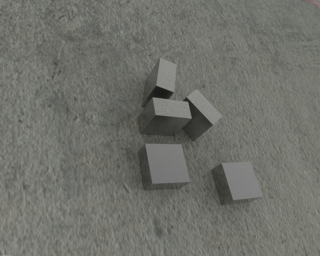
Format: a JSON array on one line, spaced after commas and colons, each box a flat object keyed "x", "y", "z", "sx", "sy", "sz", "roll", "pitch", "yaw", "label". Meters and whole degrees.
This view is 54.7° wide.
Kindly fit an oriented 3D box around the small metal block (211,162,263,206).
[{"x": 0.103, "y": 0.074, "z": 0.416, "sx": 0.050, "sy": 0.025, "sz": 0.050, "roll": 1, "pitch": 61, "yaw": -28, "label": "small metal block"}]

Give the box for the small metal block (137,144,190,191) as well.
[{"x": 0.004, "y": 0.047, "z": 0.379, "sx": 0.050, "sy": 0.025, "sz": 0.050, "roll": 3, "pitch": 61, "yaw": -27, "label": "small metal block"}]

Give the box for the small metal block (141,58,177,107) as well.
[{"x": -0.001, "y": -0.058, "z": 0.424, "sx": 0.025, "sy": 0.050, "sz": 0.050, "roll": 19, "pitch": 54, "yaw": -18, "label": "small metal block"}]

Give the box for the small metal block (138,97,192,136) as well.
[{"x": 0.005, "y": -0.013, "z": 0.400, "sx": 0.050, "sy": 0.050, "sz": 0.025, "roll": 5, "pitch": 60, "yaw": -26, "label": "small metal block"}]

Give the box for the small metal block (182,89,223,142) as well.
[{"x": 0.048, "y": -0.017, "z": 0.426, "sx": 0.050, "sy": 0.050, "sz": 0.025, "roll": 47, "pitch": 51, "yaw": 4, "label": "small metal block"}]
